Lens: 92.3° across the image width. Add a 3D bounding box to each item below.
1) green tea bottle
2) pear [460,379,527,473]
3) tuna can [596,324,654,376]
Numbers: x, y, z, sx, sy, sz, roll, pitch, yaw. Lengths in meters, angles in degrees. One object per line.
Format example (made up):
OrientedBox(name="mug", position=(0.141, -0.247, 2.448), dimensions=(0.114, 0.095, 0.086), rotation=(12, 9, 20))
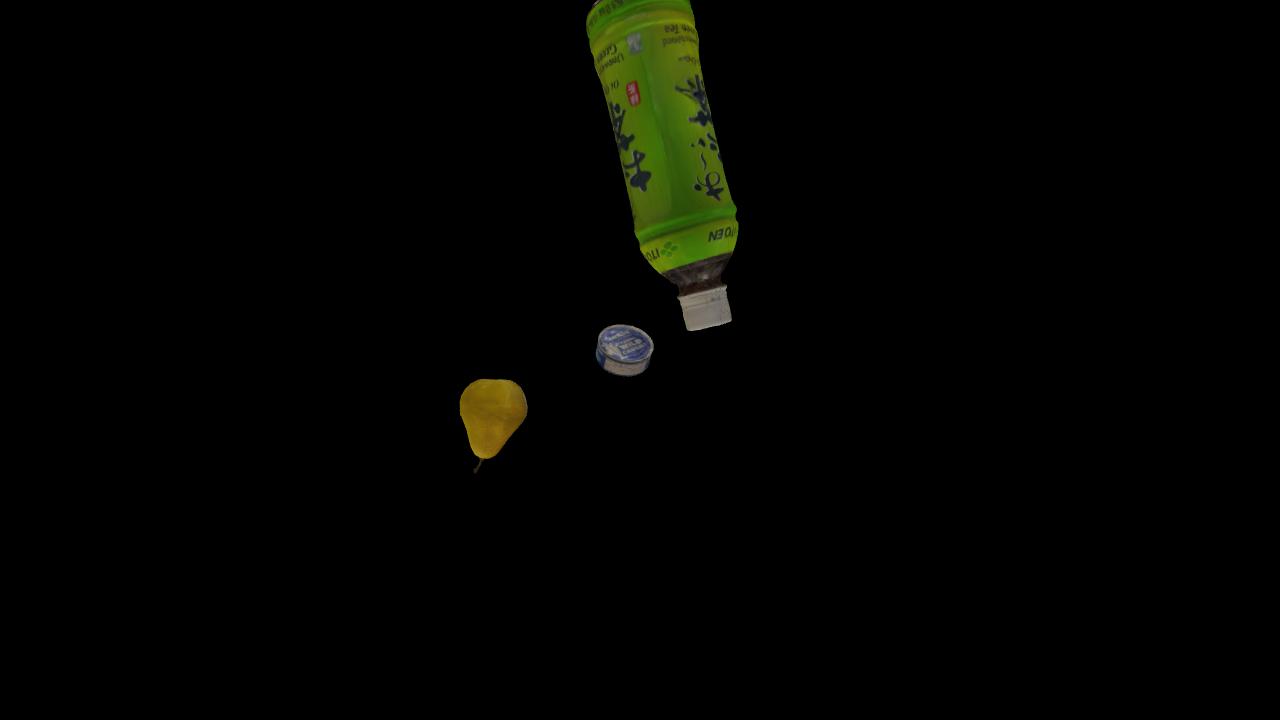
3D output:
OrientedBox(name="green tea bottle", position=(0.022, -0.124, 0.400), dimensions=(0.073, 0.212, 0.073), rotation=(-15, 5, 1))
OrientedBox(name="pear", position=(-0.175, 0.079, 0.731), dimensions=(0.080, 0.111, 0.080), rotation=(1, -10, 0))
OrientedBox(name="tuna can", position=(-0.024, -0.014, 0.920), dimensions=(0.084, 0.034, 0.084), rotation=(8, 42, -7))
